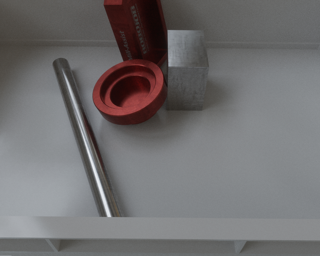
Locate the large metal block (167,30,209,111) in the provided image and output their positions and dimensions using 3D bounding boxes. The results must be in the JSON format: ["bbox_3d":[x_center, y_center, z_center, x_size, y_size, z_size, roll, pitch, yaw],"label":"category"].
[{"bbox_3d":[0.035,-0.081,0.438,0.050,0.080,0.080,0,50,0],"label":"large metal block"}]

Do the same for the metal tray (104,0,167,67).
[{"bbox_3d":[-0.027,-0.144,0.455,0.030,0.129,0.090,11,50,27],"label":"metal tray"}]

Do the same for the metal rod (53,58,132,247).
[{"bbox_3d":[-0.098,0.006,0.398,0.025,0.025,0.300,-18,52,-15],"label":"metal rod"}]

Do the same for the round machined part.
[{"bbox_3d":[-0.037,-0.044,0.420,0.098,0.042,0.098,-8,54,12],"label":"round machined part"}]
